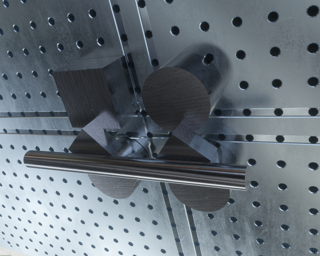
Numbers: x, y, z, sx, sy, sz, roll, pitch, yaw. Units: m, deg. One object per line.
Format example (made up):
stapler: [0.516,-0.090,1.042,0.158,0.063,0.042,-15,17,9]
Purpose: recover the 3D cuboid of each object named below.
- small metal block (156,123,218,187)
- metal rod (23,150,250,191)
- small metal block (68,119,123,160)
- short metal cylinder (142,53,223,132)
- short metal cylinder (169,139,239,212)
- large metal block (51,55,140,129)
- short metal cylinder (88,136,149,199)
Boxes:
small metal block: [0.028,0.031,0.351,0.050,0.025,0.050,35,129,5]
metal rod: [-0.049,0.046,0.368,0.300,0.025,0.025,1,119,27]
small metal block: [-0.086,0.025,0.408,0.050,0.025,0.050,42,129,-1]
short metal cylinder: [0.027,-0.040,0.356,0.080,0.050,0.079,13,124,21]
short metal cylinder: [0.057,0.061,0.403,0.080,0.050,0.079,13,124,21]
large metal block: [-0.083,-0.047,0.409,0.080,0.050,0.080,1,119,27]
short metal cylinder: [-0.062,0.058,0.463,0.080,0.050,0.079,13,124,21]
